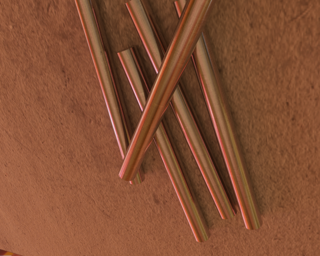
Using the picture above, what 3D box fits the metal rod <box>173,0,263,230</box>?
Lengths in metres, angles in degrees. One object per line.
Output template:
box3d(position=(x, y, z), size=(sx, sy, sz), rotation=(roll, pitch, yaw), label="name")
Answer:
box3d(position=(0.075, -0.001, 0.365), size=(0.025, 0.025, 0.298), rotation=(-8, 115, 31), label="metal rod")

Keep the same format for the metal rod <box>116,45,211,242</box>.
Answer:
box3d(position=(0.012, 0.036, 0.420), size=(0.025, 0.025, 0.299), rotation=(-9, 114, 32), label="metal rod")

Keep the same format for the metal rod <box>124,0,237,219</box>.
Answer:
box3d(position=(0.034, -0.010, 0.381), size=(0.025, 0.025, 0.299), rotation=(-13, 112, 33), label="metal rod")

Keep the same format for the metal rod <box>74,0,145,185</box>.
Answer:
box3d(position=(-0.065, -0.052, 0.406), size=(0.025, 0.025, 0.298), rotation=(1, 119, 27), label="metal rod")

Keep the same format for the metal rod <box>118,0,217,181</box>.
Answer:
box3d(position=(0.003, -0.042, 0.344), size=(0.025, 0.025, 0.298), rotation=(31, 128, 8), label="metal rod")
